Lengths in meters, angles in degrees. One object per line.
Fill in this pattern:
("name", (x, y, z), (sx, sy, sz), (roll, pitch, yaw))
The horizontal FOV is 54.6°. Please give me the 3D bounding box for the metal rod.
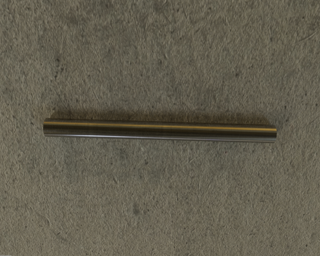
("metal rod", (0.001, 0.004, 0.412), (0.302, 0.025, 0.025), (2, 110, -1))
